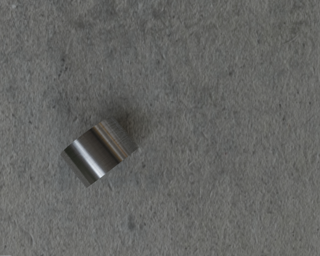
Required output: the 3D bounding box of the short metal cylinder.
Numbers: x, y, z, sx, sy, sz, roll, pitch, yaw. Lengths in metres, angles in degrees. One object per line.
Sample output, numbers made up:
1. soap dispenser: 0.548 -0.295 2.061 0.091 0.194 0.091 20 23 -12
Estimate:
1. short metal cylinder: -0.073 0.029 0.382 0.080 0.080 0.050 -38 90 0
